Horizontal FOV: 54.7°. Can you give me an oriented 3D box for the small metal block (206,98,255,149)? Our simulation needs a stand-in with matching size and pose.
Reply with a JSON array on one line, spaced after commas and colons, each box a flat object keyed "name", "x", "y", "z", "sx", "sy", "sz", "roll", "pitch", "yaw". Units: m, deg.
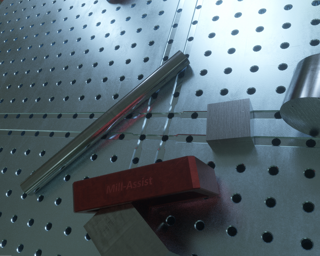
[{"name": "small metal block", "x": 0.083, "y": -0.004, "z": 0.367, "sx": 0.050, "sy": 0.025, "sz": 0.050, "roll": -7, "pitch": 59, "yaw": 24}]

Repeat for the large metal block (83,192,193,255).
[{"name": "large metal block", "x": -0.017, "y": 0.117, "z": 0.309, "sx": 0.050, "sy": 0.080, "sz": 0.080, "roll": -46, "pitch": 51, "yaw": -4}]

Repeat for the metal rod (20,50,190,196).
[{"name": "metal rod", "x": -0.079, "y": -0.007, "z": 0.452, "sx": 0.300, "sy": 0.025, "sz": 0.025, "roll": -40, "pitch": 51, "yaw": 0}]

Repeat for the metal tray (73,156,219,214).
[{"name": "metal tray", "x": -0.012, "y": 0.065, "z": 0.326, "sx": 0.130, "sy": 0.090, "sz": 0.030, "roll": -15, "pitch": 69, "yaw": 18}]

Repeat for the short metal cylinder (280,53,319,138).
[{"name": "short metal cylinder", "x": 0.166, "y": -0.028, "z": 0.303, "sx": 0.080, "sy": 0.080, "sz": 0.050, "roll": 14, "pitch": 69, "yaw": 33}]
